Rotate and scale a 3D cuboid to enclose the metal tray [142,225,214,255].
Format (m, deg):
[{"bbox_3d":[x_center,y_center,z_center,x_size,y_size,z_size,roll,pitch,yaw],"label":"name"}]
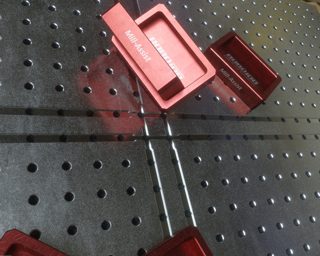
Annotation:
[{"bbox_3d":[0.031,0.179,0.313,0.091,0.030,0.130,-21,73,-36],"label":"metal tray"}]

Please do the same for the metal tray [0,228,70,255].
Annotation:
[{"bbox_3d":[-0.118,0.160,0.243,0.090,0.030,0.130,31,51,-8],"label":"metal tray"}]

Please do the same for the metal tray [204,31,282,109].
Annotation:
[{"bbox_3d":[0.146,-0.105,0.550,0.130,0.030,0.091,46,51,3],"label":"metal tray"}]

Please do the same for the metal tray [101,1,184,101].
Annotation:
[{"bbox_3d":[-0.018,-0.097,0.419,0.130,0.030,0.090,54,7,10],"label":"metal tray"}]

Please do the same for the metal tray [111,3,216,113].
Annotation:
[{"bbox_3d":[0.005,-0.098,0.436,0.090,0.030,0.130,-36,82,-2],"label":"metal tray"}]
